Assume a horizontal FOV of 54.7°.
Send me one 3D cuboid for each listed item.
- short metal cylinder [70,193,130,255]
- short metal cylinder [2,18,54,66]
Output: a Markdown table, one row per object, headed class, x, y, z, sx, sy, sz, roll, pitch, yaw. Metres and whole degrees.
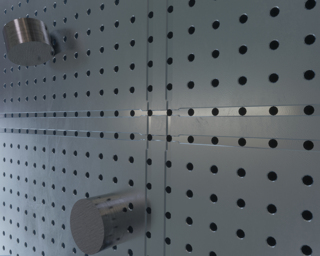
| class | x | y | z | sx | sy | sz | roll | pitch | yaw |
| --- | --- | --- | --- | --- | --- | --- | --- | --- | --- |
| short metal cylinder | -0.091 | 0.143 | 0.469 | 0.080 | 0.050 | 0.080 | 0 | 90 | 40 |
| short metal cylinder | -0.243 | -0.158 | 0.575 | 0.080 | 0.081 | 0.050 | -30 | 72 | 36 |
